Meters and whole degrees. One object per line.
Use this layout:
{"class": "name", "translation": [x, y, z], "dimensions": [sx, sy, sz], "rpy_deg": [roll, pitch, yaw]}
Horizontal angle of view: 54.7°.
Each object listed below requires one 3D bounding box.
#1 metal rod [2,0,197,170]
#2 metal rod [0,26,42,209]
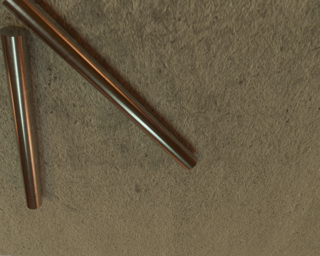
{"class": "metal rod", "translation": [-0.049, -0.039, 0.373], "dimensions": [0.025, 0.025, 0.300], "rpy_deg": [-31, 124, 24]}
{"class": "metal rod", "translation": [-0.179, 0.012, 0.415], "dimensions": [0.025, 0.025, 0.298], "rpy_deg": [8, 130, -7]}
